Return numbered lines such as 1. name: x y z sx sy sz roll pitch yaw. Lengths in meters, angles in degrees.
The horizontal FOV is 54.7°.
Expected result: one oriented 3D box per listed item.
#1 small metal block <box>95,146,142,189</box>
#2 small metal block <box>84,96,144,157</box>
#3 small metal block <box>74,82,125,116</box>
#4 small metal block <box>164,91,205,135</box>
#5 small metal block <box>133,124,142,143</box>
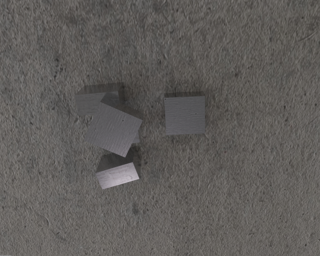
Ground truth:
1. small metal block: -0.054 0.052 0.415 0.050 0.050 0.025 -17 109 6
2. small metal block: -0.052 -0.001 0.355 0.050 0.025 0.050 24 108 -9
3. small metal block: -0.072 -0.037 0.382 0.050 0.050 0.025 -5 110 2
4. small metal block: 0.032 -0.020 0.403 0.050 0.025 0.050 -3 110 1
5. small metal block: -0.051 0.000 0.396 0.050 0.050 0.025 -6 110 2
